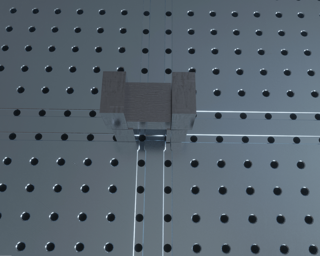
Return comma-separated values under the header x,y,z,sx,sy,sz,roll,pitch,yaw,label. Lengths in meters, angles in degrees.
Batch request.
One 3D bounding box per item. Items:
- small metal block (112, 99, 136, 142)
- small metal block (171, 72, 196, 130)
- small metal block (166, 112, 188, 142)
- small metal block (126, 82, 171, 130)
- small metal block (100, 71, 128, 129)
x,y,z,sx,sy,sz,roll,pitch,yaw,label
-0.045,-0.013,0.402,0.025,0.050,0.050,1,70,0,small metal block
0.026,-0.030,0.355,0.025,0.050,0.050,1,70,0,small metal block
0.020,-0.013,0.403,0.025,0.050,0.050,-1,70,-1,small metal block
-0.013,-0.026,0.369,0.050,0.025,0.050,1,70,0,small metal block
-0.050,-0.030,0.355,0.025,0.050,0.050,1,70,0,small metal block
